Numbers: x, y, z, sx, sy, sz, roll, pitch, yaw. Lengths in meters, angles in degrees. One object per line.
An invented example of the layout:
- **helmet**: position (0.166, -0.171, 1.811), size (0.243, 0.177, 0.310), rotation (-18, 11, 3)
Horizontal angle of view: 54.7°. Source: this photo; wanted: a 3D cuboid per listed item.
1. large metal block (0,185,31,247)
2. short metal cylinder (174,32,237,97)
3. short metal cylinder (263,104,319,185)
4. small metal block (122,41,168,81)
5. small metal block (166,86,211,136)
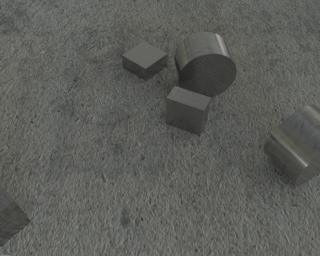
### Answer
- **large metal block**: position (-0.195, 0.088, 0.311), size (0.080, 0.050, 0.080), rotation (34, 57, 25)
- **short metal cylinder**: position (0.063, -0.089, 0.443), size (0.081, 0.080, 0.050), rotation (-4, 50, -4)
- **short metal cylinder**: position (0.167, 0.020, 0.353), size (0.081, 0.080, 0.050), rotation (-24, 55, -19)
- **small metal block**: position (-0.024, -0.107, 0.493), size (0.050, 0.025, 0.050), rotation (34, 57, 25)
- **small metal block**: position (0.036, -0.022, 0.406), size (0.050, 0.050, 0.025), rotation (20, 53, 16)
